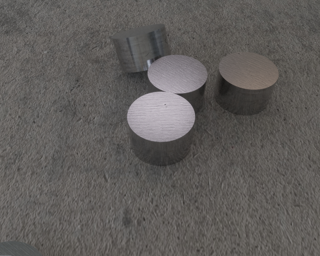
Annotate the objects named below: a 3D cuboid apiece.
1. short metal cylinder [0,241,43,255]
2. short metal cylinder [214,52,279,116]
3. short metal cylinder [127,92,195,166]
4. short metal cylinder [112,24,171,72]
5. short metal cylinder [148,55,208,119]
[{"bbox_3d":[-0.129,0.145,0.264,0.080,0.050,0.080,0,50,0],"label":"short metal cylinder"},{"bbox_3d":[0.121,-0.064,0.441,0.080,0.050,0.080,0,50,0],"label":"short metal cylinder"},{"bbox_3d":[0.001,0.000,0.386,0.080,0.050,0.080,0,50,0],"label":"short metal cylinder"},{"bbox_3d":[-0.027,-0.122,0.470,0.080,0.050,0.080,-11,26,6],"label":"short metal cylinder"},{"bbox_3d":[0.024,-0.058,0.436,0.081,0.050,0.080,0,50,0],"label":"short metal cylinder"}]
